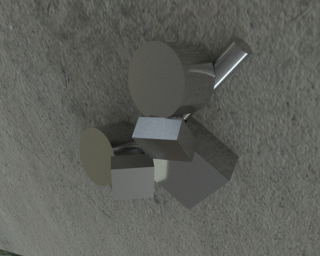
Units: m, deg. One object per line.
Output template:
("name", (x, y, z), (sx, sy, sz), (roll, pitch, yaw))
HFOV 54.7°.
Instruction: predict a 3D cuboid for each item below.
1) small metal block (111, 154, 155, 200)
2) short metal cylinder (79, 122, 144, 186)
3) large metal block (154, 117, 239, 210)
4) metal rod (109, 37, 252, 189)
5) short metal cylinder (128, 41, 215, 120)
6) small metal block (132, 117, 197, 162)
("small metal block", (-0.034, 0.061, 0.382), (0.050, 0.025, 0.050), (-3, 123, -8))
("short metal cylinder", (-0.068, 0.034, 0.429), (0.080, 0.050, 0.079), (12, 108, 41))
("large metal block", (0.039, 0.046, 0.397), (0.080, 0.050, 0.080), (41, 129, -1))
("metal rod", (0.006, 0.003, 0.405), (0.025, 0.025, 0.298), (41, 129, -1))
("short metal cylinder", (0.011, -0.052, 0.334), (0.080, 0.050, 0.079), (12, 108, 42))
("small metal block", (0.006, 0.013, 0.331), (0.050, 0.025, 0.050), (2, 150, 27))
